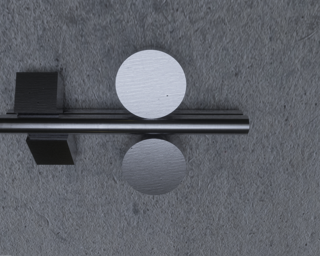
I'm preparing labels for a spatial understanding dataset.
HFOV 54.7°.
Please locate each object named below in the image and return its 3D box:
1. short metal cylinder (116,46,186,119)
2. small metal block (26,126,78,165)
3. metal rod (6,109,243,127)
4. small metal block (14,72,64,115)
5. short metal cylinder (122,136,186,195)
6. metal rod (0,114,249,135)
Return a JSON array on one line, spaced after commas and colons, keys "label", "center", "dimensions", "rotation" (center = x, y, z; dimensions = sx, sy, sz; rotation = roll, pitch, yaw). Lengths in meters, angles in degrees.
[{"label": "short metal cylinder", "center": [-0.010, -0.057, 0.376], "dimensions": [0.081, 0.050, 0.079], "rotation": [0, 110, 0]}, {"label": "small metal block", "center": [-0.140, 0.024, 0.408], "dimensions": [0.050, 0.025, 0.050], "rotation": [0, 137, -1]}, {"label": "metal rod", "center": [-0.045, -0.012, 0.406], "dimensions": [0.302, 0.025, 0.025], "rotation": [0, 110, -1]}, {"label": "small metal block", "center": [-0.149, -0.041, 0.384], "dimensions": [0.050, 0.025, 0.050], "rotation": [0, 83, 0]}, {"label": "short metal cylinder", "center": [-0.007, 0.042, 0.413], "dimensions": [0.081, 0.050, 0.079], "rotation": [0, 110, 0]}, {"label": "metal rod", "center": [-0.044, -0.004, 0.383], "dimensions": [0.302, 0.025, 0.025], "rotation": [0, 110, 0]}]
